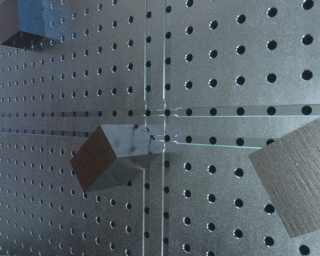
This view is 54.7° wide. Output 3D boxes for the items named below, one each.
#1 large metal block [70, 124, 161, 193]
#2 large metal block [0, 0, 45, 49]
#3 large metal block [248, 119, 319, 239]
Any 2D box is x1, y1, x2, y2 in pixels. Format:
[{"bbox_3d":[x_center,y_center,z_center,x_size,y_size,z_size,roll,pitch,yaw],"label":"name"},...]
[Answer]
[{"bbox_3d":[-0.060,0.040,0.421,0.080,0.081,0.050,-46,63,30],"label":"large metal block"},{"bbox_3d":[-0.277,-0.212,0.618,0.080,0.050,0.080,-12,83,39],"label":"large metal block"},{"bbox_3d":[0.141,0.041,0.276,0.080,0.050,0.080,-36,68,34],"label":"large metal block"}]
